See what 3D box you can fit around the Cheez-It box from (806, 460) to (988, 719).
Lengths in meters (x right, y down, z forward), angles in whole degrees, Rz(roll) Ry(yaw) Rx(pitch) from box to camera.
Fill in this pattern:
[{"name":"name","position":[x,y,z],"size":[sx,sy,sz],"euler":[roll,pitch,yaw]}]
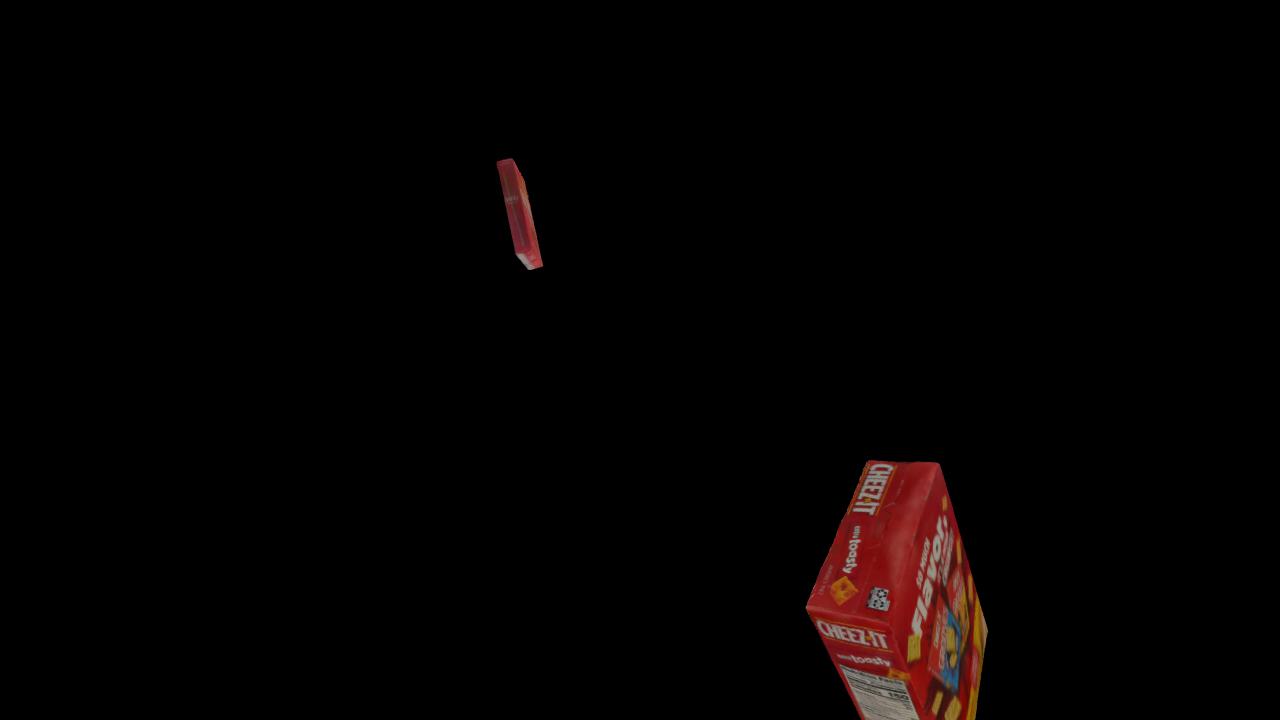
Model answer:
[{"name":"Cheez-It box","position":[0.230,0.222,0.523],"size":[0.071,0.223,0.166],"euler":[-5,32,41]}]

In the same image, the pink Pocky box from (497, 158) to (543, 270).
[{"name":"pink Pocky box","position":[-0.188,-0.227,0.966],"size":[0.029,0.155,0.084],"euler":[-14,-9,1]}]
